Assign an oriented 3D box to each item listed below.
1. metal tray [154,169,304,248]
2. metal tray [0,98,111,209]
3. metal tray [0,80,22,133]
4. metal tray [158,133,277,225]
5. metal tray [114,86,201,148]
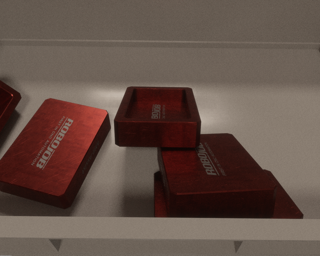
[{"bbox_3d":[0.060,0.076,0.311,0.131,0.030,0.090,-1,20,-1],"label":"metal tray"},{"bbox_3d":[-0.126,0.025,0.379,0.090,0.030,0.130,13,51,10],"label":"metal tray"},{"bbox_3d":[-0.240,-0.016,0.375,0.030,0.090,0.130,-26,38,36],"label":"metal tray"},{"bbox_3d":[0.047,0.043,0.315,0.091,0.030,0.130,-2,20,-5],"label":"metal tray"},{"bbox_3d":[-0.002,-0.019,0.381,0.091,0.030,0.130,1,23,0],"label":"metal tray"}]
